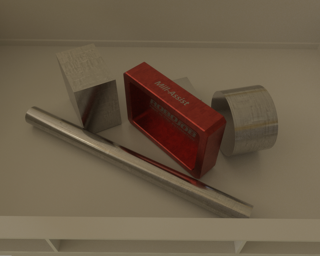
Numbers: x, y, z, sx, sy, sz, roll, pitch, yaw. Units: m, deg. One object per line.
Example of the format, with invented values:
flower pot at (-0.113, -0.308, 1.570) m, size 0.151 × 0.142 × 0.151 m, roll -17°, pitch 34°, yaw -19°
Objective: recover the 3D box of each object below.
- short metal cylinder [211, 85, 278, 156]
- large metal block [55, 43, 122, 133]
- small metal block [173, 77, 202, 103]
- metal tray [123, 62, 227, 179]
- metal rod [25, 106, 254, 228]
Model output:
short metal cylinder at (0.099, -0.009, 0.376) m, size 0.050 × 0.080 × 0.080 m, roll -10°, pitch 51°, yaw -7°
large metal block at (-0.093, -0.050, 0.409) m, size 0.050 × 0.080 × 0.080 m, roll -21°, pitch 53°, yaw -17°
small metal block at (0.024, -0.042, 0.437) m, size 0.050 × 0.025 × 0.050 m, roll -15°, pitch 52°, yaw -13°
metal tray at (0.012, -0.009, 0.368) m, size 0.030 × 0.089 × 0.130 m, roll -36°, pitch 59°, yaw -27°
metal rod at (-0.039, 0.038, 0.371) m, size 0.301 × 0.025 × 0.025 m, roll 23°, pitch 54°, yaw 17°
